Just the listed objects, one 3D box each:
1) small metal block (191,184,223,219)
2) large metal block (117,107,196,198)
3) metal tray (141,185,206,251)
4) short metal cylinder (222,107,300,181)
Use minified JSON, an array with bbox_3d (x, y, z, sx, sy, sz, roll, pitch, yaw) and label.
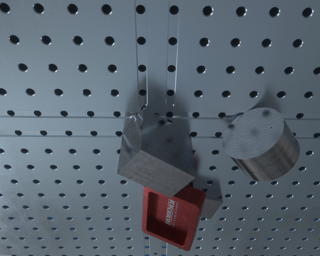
[{"bbox_3d":[0.070,0.124,0.518,0.050,0.025,0.050,14,129,-12],"label":"small metal block"},{"bbox_3d":[-0.004,0.032,0.402,0.080,0.080,0.050,29,124,-23],"label":"large metal block"},{"bbox_3d":[0.018,0.139,0.504,0.090,0.030,0.129,18,132,15],"label":"metal tray"},{"bbox_3d":[0.128,0.020,0.394,0.080,0.080,0.050,-30,124,22],"label":"short metal cylinder"}]
